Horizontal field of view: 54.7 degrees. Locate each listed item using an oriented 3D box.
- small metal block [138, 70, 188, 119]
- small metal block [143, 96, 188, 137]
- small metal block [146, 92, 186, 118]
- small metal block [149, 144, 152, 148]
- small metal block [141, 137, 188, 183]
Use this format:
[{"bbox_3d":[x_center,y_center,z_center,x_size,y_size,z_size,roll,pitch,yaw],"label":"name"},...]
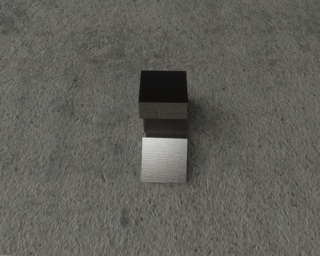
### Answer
[{"bbox_3d":[0.004,-0.037,0.338,0.050,0.025,0.050,1,50,0],"label":"small metal block"},{"bbox_3d":[0.006,-0.013,0.366,0.050,0.050,0.025,2,50,1],"label":"small metal block"},{"bbox_3d":[0.009,-0.032,0.416,0.050,0.025,0.050,2,14,1],"label":"small metal block"},{"bbox_3d":[0.006,0.011,0.396,0.050,0.025,0.050,2,50,1],"label":"small metal block"},{"bbox_3d":[0.005,0.036,0.358,0.050,0.025,0.050,2,91,1],"label":"small metal block"}]
